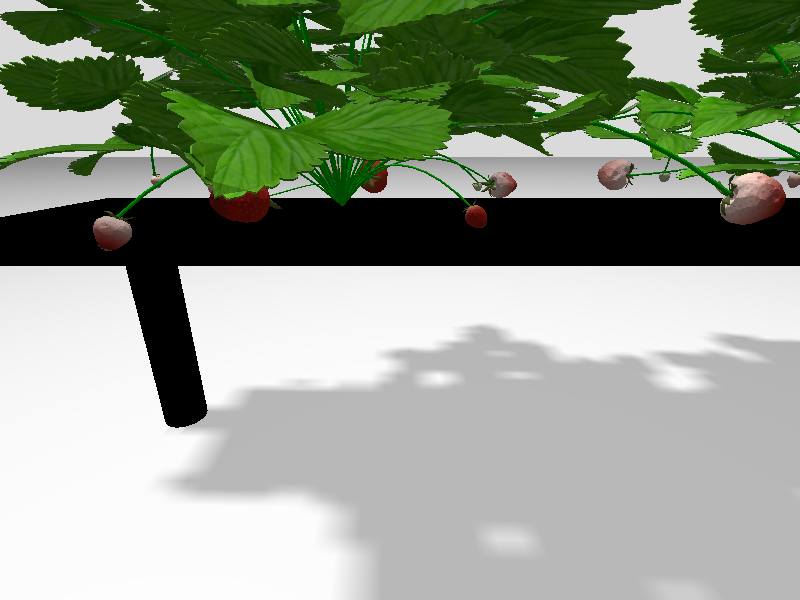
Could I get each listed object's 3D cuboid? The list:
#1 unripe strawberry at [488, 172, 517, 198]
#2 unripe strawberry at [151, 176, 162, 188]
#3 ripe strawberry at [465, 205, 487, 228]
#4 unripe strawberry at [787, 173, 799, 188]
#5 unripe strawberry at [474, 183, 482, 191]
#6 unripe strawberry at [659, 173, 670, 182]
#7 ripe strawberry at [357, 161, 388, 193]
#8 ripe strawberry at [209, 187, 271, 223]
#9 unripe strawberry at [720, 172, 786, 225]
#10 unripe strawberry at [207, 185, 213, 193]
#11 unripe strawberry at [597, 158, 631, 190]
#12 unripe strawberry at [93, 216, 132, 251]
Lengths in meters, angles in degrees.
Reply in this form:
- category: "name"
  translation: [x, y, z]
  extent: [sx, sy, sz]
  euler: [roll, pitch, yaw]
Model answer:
- category: "unripe strawberry"
  translation: [0.099, -0.110, 0.383]
  extent: [0.025, 0.024, 0.027]
  euler: [-4, 21, -17]
- category: "unripe strawberry"
  translation: [-0.259, -0.126, 0.427]
  extent: [0.010, 0.012, 0.012]
  euler: [9, 23, 22]
- category: "ripe strawberry"
  translation: [0.048, -0.051, 0.248]
  extent: [0.015, 0.015, 0.013]
  euler: [-19, -18, -41]
- category: "unripe strawberry"
  translation: [0.477, -0.144, 0.483]
  extent: [0.015, 0.016, 0.017]
  euler: [10, 23, 25]
- category: "unripe strawberry"
  translation: [0.087, -0.126, 0.447]
  extent: [0.010, 0.010, 0.009]
  euler: [-42, 39, -21]
- category: "unripe strawberry"
  translation: [0.312, -0.145, 0.473]
  extent: [0.011, 0.011, 0.011]
  euler: [-12, 24, -29]
- category: "ripe strawberry"
  translation: [-0.030, -0.139, 0.448]
  extent: [0.034, 0.036, 0.037]
  euler: [4, 21, 9]
- category: "ripe strawberry"
  translation: [-0.103, -0.065, 0.256]
  extent: [0.036, 0.031, 0.036]
  euler: [12, 25, 29]
- category: "unripe strawberry"
  translation: [0.221, -0.062, 0.250]
  extent: [0.030, 0.032, 0.028]
  euler: [18, 25, 13]
- category: "unripe strawberry"
  translation: [-0.193, -0.119, 0.419]
  extent: [0.019, 0.017, 0.019]
  euler: [-35, -2, 36]
- category: "unripe strawberry"
  translation: [0.245, -0.144, 0.459]
  extent: [0.033, 0.034, 0.030]
  euler: [16, 26, 37]
- category: "unripe strawberry"
  translation: [-0.143, -0.032, 0.199]
  extent: [0.016, 0.017, 0.016]
  euler: [12, -9, 29]
